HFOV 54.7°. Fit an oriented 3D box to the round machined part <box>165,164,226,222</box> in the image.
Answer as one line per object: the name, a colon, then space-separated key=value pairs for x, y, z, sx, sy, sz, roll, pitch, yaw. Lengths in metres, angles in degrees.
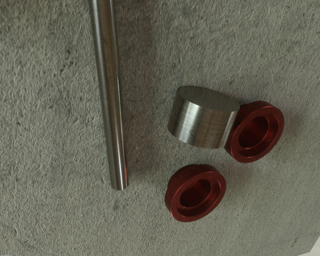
round machined part: x=0.051 y=0.096 z=0.486 sx=0.099 sy=0.042 sz=0.097 roll=-14 pitch=125 yaw=-21

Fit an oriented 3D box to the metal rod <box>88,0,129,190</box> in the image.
metal rod: x=-0.056 y=-0.049 z=0.346 sx=0.025 sy=0.025 sz=0.298 roll=-14 pitch=125 yaw=-21

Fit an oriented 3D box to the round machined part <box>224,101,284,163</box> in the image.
round machined part: x=0.137 y=0.002 z=0.474 sx=0.099 sy=0.042 sz=0.097 roll=-14 pitch=125 yaw=-21

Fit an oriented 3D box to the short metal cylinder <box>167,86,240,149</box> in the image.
short metal cylinder: x=0.054 y=-0.016 z=0.393 sx=0.081 sy=0.080 sz=0.050 roll=0 pitch=119 yaw=-29
